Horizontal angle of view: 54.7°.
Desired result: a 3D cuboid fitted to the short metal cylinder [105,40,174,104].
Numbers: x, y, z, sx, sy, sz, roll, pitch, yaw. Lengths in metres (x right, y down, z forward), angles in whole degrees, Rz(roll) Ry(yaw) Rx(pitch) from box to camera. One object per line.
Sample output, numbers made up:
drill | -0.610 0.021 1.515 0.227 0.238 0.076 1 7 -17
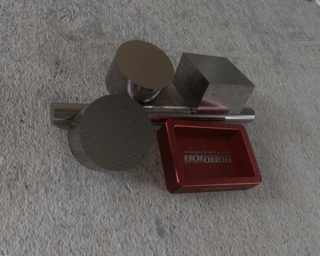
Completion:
short metal cylinder | -0.028 -0.071 0.417 0.081 0.050 0.080 14 56 -21

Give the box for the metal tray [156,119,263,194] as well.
metal tray | 0.066 0.037 0.414 0.131 0.030 0.090 3 60 -27

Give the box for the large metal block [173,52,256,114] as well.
large metal block | 0.076 -0.065 0.454 0.081 0.050 0.080 -1 41 -29

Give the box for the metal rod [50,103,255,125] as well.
metal rod | 0.010 -0.018 0.423 0.303 0.025 0.025 -1 62 -29

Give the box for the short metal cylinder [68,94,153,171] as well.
short metal cylinder | -0.055 0.007 0.339 0.081 0.050 0.080 5 80 -28
